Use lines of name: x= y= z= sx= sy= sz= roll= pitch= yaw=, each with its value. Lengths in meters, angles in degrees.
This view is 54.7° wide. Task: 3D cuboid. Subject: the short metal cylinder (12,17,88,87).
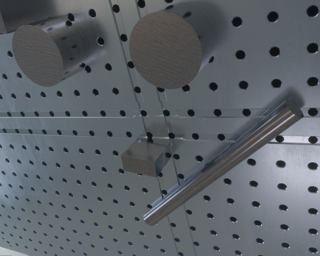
short metal cylinder: x=-0.144 y=-0.101 z=0.408 sx=0.080 sy=0.050 sz=0.079 roll=13 pitch=124 yaw=21

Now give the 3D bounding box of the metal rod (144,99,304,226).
metal rod: x=0.062 y=0.065 z=0.418 sx=0.025 sy=0.025 sz=0.298 roll=42 pitch=129 yaw=-1

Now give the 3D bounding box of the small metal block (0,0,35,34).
small metal block: x=-0.195 y=-0.154 z=0.403 sx=0.025 sy=0.050 sz=0.050 roll=10 pitch=123 yaw=23

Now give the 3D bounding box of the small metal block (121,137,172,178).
small metal block: x=-0.018 y=0.039 z=0.429 sx=0.050 sy=0.050 sz=0.025 roll=8 pitch=122 yaw=24

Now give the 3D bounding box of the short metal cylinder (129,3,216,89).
short metal cylinder: x=0.015 y=-0.088 z=0.333 sx=0.080 sy=0.050 sz=0.079 roll=13 pitch=124 yaw=21
